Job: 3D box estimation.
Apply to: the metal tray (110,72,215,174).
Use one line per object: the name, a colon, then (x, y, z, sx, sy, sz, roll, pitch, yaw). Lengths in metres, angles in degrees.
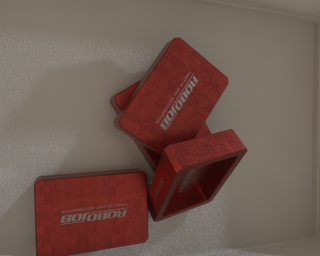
metal tray: (0.006, -0.007, 0.411, 0.090, 0.030, 0.130, -34, 102, -17)

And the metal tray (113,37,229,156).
metal tray: (0.016, -0.033, 0.382, 0.090, 0.030, 0.130, 36, 78, -17)

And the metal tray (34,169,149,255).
metal tray: (-0.082, 0.101, 0.379, 0.131, 0.030, 0.089, -2, 91, -20)

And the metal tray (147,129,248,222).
metal tray: (0.038, 0.060, 0.372, 0.091, 0.129, 0.030, -13, 55, -24)
